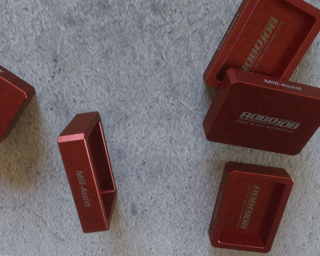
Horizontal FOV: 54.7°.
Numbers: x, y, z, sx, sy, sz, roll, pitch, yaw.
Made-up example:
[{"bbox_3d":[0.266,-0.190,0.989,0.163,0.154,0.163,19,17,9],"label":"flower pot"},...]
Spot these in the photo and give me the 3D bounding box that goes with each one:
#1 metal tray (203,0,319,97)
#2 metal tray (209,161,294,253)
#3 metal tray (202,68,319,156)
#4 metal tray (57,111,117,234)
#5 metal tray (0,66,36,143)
[{"bbox_3d":[0.122,-0.095,0.373,0.090,0.030,0.129,24,108,-9],"label":"metal tray"},{"bbox_3d":[0.129,0.117,0.452,0.091,0.030,0.129,8,110,-4],"label":"metal tray"},{"bbox_3d":[0.129,-0.016,0.381,0.131,0.030,0.089,10,128,-11],"label":"metal tray"},{"bbox_3d":[-0.087,0.053,0.393,0.030,0.090,0.129,-8,110,3],"label":"metal tray"},{"bbox_3d":[-0.238,-0.048,0.386,0.130,0.030,0.090,35,106,-13],"label":"metal tray"}]
